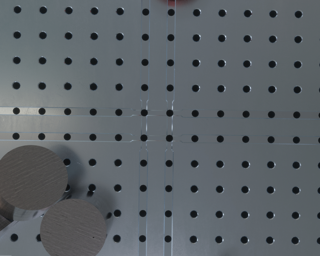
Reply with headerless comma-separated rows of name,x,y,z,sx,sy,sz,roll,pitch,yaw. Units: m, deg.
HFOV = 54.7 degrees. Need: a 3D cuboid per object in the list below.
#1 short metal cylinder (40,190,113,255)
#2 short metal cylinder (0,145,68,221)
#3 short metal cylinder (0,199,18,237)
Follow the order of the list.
short metal cylinder,-0.105,0.125,0.400,0.081,0.050,0.080,0,90,0
short metal cylinder,-0.161,0.067,0.379,0.081,0.050,0.080,19,52,-26
short metal cylinder,-0.224,0.121,0.384,0.080,0.080,0.050,-43,90,0
